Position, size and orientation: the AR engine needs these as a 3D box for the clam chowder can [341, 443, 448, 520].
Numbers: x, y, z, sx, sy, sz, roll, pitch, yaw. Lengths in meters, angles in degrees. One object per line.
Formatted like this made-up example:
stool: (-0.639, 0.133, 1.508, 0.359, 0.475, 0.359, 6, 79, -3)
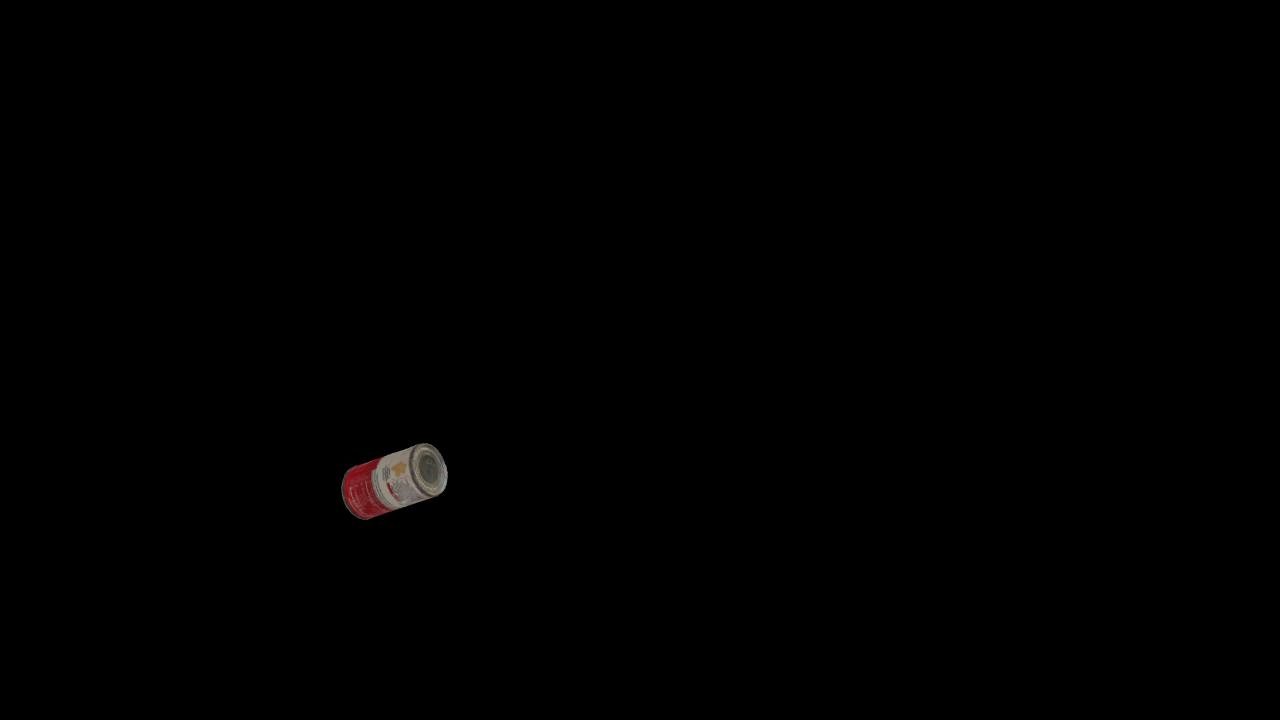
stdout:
clam chowder can: (-0.293, 0.145, 0.739, 0.102, 0.068, 0.068, -19, -5, 15)
